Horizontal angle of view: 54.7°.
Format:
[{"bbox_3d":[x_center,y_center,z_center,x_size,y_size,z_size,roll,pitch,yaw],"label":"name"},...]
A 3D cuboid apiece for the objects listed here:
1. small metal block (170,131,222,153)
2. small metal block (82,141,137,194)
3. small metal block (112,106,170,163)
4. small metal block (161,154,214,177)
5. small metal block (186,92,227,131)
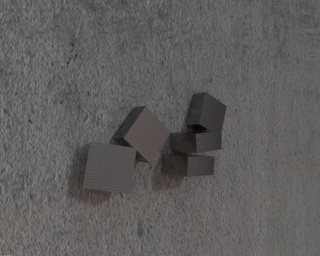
[{"bbox_3d":[0.050,0.018,0.430,0.050,0.050,0.025,-4,93,-40],"label":"small metal block"},{"bbox_3d":[-0.056,0.044,0.344,0.050,0.025,0.050,9,83,-11],"label":"small metal block"},{"bbox_3d":[-0.022,0.008,0.386,0.050,0.025,0.050,47,62,-30],"label":"small metal block"},{"bbox_3d":[0.037,0.049,0.420,0.050,0.050,0.025,4,88,-40],"label":"small metal block"},{"bbox_3d":[0.070,-0.019,0.461,0.050,0.025,0.050,28,69,-37],"label":"small metal block"}]
